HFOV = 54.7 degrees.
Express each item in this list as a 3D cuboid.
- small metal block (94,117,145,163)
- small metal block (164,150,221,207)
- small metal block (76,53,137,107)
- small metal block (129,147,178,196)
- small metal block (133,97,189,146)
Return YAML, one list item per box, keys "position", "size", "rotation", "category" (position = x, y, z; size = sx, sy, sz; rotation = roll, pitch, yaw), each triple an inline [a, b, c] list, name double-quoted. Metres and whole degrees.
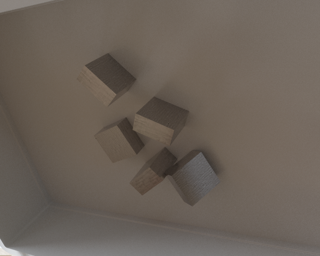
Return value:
- position: [-0.059, 0.018, 0.449]
  size: [0.050, 0.025, 0.050]
  rotation: [-22, 107, 36]
  category: "small metal block"
- position: [0.043, 0.065, 0.406]
  size: [0.050, 0.050, 0.025]
  rotation: [56, 164, -12]
  category: "small metal block"
- position: [-0.066, -0.061, 0.388]
  size: [0.050, 0.050, 0.025]
  rotation: [43, 129, -2]
  category: "small metal block"
- position: [-0.009, 0.060, 0.433]
  size: [0.025, 0.050, 0.050]
  rotation: [45, 129, -3]
  category: "small metal block"
- position: [0.002, -0.010, 0.384]
  size: [0.050, 0.050, 0.025]
  rotation: [24, 127, 13]
  category: "small metal block"
